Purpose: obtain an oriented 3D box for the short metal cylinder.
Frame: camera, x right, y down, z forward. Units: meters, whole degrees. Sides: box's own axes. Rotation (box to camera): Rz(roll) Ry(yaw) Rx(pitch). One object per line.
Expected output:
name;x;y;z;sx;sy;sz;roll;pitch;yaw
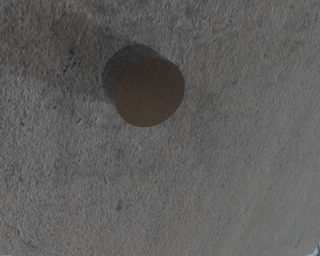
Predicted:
short metal cylinder;-0.019;-0.048;0.350;0.081;0.050;0.080;-14;124;-21
